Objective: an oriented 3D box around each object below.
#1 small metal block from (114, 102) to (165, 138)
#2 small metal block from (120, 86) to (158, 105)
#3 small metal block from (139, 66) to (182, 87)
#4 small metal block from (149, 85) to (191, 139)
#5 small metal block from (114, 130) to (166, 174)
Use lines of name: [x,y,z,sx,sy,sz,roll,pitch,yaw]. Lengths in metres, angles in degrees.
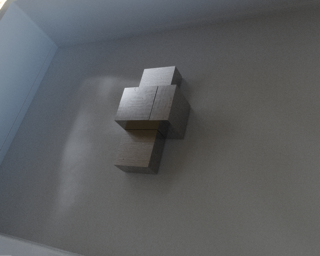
small metal block: [-0.022,-0.009,0.405,0.050,0.050,0.025,0,62,28]
small metal block: [-0.017,-0.031,0.415,0.050,0.050,0.025,0,62,28]
small metal block: [-0.001,-0.058,0.440,0.050,0.025,0.050,0,62,28]
small metal block: [0.014,-0.019,0.392,0.025,0.050,0.050,0,62,28]
small metal block: [-0.026,0.030,0.398,0.050,0.025,0.050,0,62,28]
